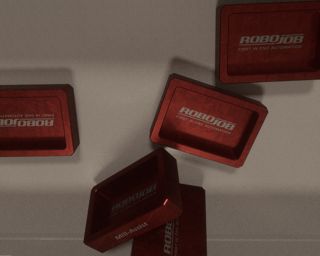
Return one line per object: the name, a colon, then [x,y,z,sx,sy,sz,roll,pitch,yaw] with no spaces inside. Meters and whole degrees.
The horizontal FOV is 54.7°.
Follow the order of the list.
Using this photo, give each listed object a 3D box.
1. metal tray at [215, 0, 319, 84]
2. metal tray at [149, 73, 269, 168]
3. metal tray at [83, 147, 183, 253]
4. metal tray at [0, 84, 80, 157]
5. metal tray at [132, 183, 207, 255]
metal tray: [0.134,-0.103,0.372,0.131,0.030,0.089,-3,110,0]
metal tray: [0.061,-0.009,0.406,0.131,0.030,0.089,17,109,-7]
metal tray: [-0.036,0.091,0.395,0.130,0.090,0.030,-32,125,21]
metal tray: [-0.178,-0.009,0.402,0.131,0.030,0.089,-1,110,0]
metal tray: [0.013,0.133,0.405,0.091,0.130,0.030,10,136,-4]
